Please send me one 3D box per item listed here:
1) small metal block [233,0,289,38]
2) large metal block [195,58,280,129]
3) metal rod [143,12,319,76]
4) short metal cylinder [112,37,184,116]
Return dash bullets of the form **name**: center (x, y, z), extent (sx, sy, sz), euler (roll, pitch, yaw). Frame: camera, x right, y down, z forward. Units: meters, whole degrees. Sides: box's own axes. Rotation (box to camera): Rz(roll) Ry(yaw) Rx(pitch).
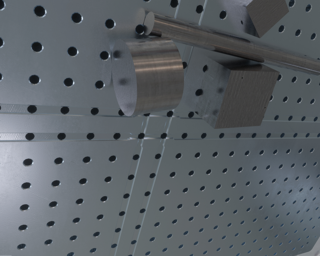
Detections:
- **small metal block**: center (0.127, -0.151, 0.388), extent (0.050, 0.025, 0.050), euler (-43, 130, 1)
- **large metal block**: center (0.103, -0.048, 0.422), extent (0.081, 0.050, 0.079), euler (-3, 120, -27)
- **metal rod**: center (0.118, -0.104, 0.411), extent (0.302, 0.025, 0.025), euler (4, 117, -31)
- **short metal cylinder**: center (-0.016, -0.056, 0.333), extent (0.050, 0.080, 0.079), euler (-10, 123, -23)
